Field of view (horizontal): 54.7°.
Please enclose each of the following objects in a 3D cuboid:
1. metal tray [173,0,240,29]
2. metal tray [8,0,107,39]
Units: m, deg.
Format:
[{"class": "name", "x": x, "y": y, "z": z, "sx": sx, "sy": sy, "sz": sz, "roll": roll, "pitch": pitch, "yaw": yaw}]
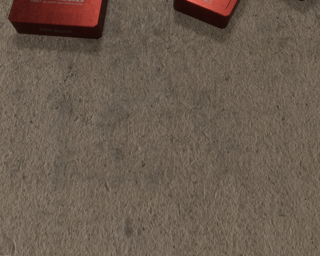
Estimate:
[{"class": "metal tray", "x": 0.089, "y": -0.228, "z": 0.489, "sx": 0.090, "sy": 0.030, "sz": 0.130, "roll": 26, "pitch": 72, "yaw": 8}, {"class": "metal tray", "x": -0.151, "y": -0.186, "z": 0.471, "sx": 0.131, "sy": 0.030, "sz": 0.090, "roll": 4, "pitch": 70, "yaw": 1}]
